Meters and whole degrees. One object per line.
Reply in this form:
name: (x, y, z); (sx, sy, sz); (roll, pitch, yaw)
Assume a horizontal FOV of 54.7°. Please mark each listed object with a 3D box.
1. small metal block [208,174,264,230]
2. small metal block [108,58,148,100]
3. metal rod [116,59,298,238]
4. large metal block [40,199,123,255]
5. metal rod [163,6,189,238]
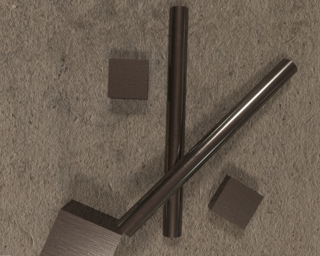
small metal block: (0.100, 0.098, 0.411); (0.050, 0.025, 0.050); (31, 90, -1)
small metal block: (-0.041, -0.064, 0.409); (0.050, 0.025, 0.050); (2, 90, -1)
metal rod: (0.064, 0.020, 0.392); (0.301, 0.025, 0.025); (-43, 90, -8)
large metal block: (-0.099, 0.149, 0.396); (0.080, 0.050, 0.080); (24, 90, -1)
metal rod: (0.021, -0.008, 0.410); (0.025, 0.025, 0.298); (2, 90, -1)
